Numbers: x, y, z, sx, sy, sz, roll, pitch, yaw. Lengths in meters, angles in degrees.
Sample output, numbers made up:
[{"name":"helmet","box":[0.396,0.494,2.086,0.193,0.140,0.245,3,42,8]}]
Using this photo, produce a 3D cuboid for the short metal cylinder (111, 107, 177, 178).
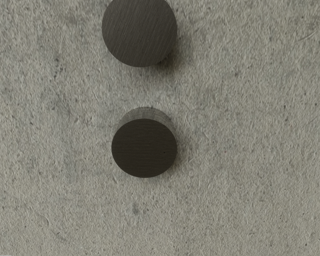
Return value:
[{"name":"short metal cylinder","box":[-0.019,0.017,0.403,0.081,0.050,0.079,0,110,0]}]

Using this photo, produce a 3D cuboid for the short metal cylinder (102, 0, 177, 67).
[{"name":"short metal cylinder","box":[-0.022,-0.113,0.354,0.081,0.050,0.079,0,110,0]}]
